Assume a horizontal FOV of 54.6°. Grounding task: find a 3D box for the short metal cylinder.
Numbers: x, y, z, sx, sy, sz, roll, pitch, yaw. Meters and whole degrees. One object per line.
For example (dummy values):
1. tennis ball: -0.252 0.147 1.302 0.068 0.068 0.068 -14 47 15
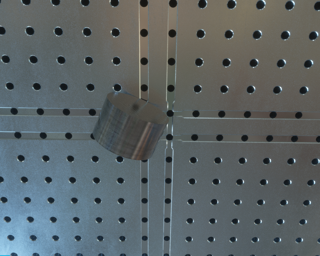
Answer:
1. short metal cylinder: -0.036 -0.004 0.382 0.080 0.080 0.050 22 109 -8
